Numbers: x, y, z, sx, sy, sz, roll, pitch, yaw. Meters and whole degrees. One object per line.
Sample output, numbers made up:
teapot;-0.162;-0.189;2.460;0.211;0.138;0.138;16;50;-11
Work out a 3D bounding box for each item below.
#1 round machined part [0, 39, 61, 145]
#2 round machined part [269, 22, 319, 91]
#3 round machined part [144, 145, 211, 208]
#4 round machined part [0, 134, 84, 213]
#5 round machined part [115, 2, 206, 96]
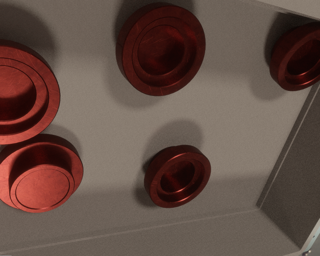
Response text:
round machined part;-0.149;-0.036;0.294;0.099;0.042;0.097;-14;125;-21
round machined part;0.198;-0.103;0.436;0.099;0.042;0.097;-13;136;-13
round machined part;0.022;0.065;0.452;0.099;0.042;0.097;-14;125;-21
round machined part;-0.138;0.059;0.360;0.099;0.042;0.097;-14;125;-21
round machined part;-0.002;-0.088;0.343;0.099;0.042;0.097;-14;125;-21
